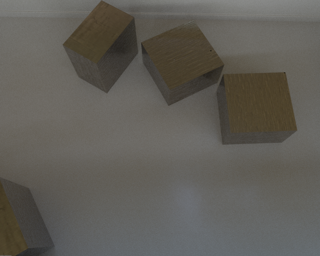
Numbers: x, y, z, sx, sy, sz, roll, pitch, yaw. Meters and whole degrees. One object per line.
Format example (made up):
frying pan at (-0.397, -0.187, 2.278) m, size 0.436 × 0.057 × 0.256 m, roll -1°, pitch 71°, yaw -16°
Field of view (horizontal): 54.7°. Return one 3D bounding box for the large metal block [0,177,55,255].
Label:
large metal block at (-0.167, 0.107, 0.339) m, size 0.050 × 0.080 × 0.080 m, roll -29°, pitch 73°, yaw -10°

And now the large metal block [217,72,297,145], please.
large metal block at (0.123, -0.025, 0.407) m, size 0.081 × 0.050 × 0.080 m, roll -2°, pitch 70°, yaw -1°

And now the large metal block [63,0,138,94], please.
large metal block at (-0.075, -0.106, 0.418) m, size 0.050 × 0.080 × 0.080 m, roll 31°, pitch 73°, yaw 10°

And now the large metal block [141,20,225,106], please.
large metal block at (0.029, -0.090, 0.430) m, size 0.080 × 0.050 × 0.080 m, roll -26°, pitch 72°, yaw -10°
